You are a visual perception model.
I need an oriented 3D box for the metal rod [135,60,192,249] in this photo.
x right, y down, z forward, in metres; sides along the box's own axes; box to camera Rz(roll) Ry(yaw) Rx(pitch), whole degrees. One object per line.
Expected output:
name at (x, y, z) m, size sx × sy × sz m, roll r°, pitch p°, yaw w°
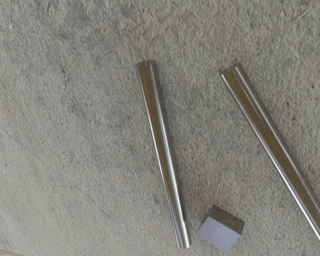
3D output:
metal rod at (0.011, 0.054, 0.432) m, size 0.025 × 0.025 × 0.298 m, roll 2°, pitch 120°, yaw 27°

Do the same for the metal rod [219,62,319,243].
metal rod at (0.156, 0.058, 0.360) m, size 0.025 × 0.025 × 0.299 m, roll -25°, pitch 105°, yaw 36°

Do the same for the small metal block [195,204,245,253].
small metal block at (0.087, 0.147, 0.451) m, size 0.050 × 0.025 × 0.050 m, roll 29°, pitch 128°, yaw 9°
